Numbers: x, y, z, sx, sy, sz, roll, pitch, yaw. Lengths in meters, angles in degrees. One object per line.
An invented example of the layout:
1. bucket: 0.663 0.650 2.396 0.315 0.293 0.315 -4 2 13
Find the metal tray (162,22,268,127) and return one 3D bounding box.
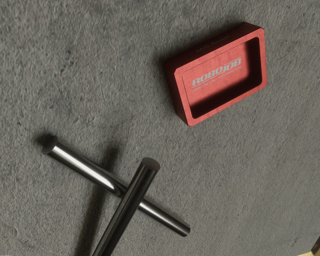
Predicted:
1. metal tray: 0.076 -0.069 0.404 0.131 0.030 0.090 -28 128 -11

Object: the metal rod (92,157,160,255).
1. metal rod: -0.074 0.164 0.447 0.025 0.025 0.298 10 120 -33

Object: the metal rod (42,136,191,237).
1. metal rod: -0.041 0.099 0.446 0.025 0.025 0.300 -44 130 2
